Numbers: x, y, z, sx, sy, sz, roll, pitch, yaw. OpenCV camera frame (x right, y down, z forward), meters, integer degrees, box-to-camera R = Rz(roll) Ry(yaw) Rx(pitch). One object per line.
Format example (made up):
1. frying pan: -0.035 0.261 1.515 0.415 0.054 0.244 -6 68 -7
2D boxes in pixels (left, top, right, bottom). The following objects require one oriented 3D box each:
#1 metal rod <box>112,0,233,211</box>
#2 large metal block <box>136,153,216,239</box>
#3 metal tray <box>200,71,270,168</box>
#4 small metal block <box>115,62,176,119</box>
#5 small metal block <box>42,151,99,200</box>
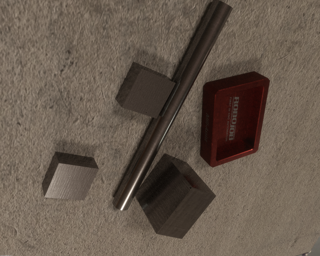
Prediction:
1. metal rod: 0.008 -0.017 0.402 0.025 0.025 0.298 15 111 -35
2. large metal block: 0.019 0.096 0.443 0.050 0.080 0.080 27 103 -38
3. metal tray: 0.108 -0.011 0.457 0.091 0.030 0.129 -16 125 -20
4. small metal block: -0.018 -0.044 0.371 0.050 0.025 0.050 17 109 -35
5. small metal block: -0.112 0.060 0.384 0.050 0.025 0.050 15 111 -35
